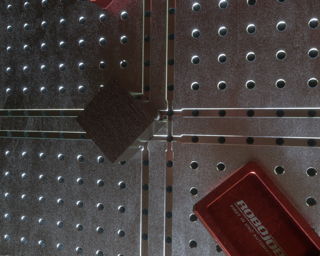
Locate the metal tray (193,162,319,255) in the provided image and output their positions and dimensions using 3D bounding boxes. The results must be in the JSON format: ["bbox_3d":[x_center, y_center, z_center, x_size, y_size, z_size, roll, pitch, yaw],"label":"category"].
[{"bbox_3d":[0.111,0.115,0.349,0.090,0.030,0.130,-36,76,-11],"label":"metal tray"}]

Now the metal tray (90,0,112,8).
[{"bbox_3d":[-0.067,-0.248,0.433,0.130,0.030,0.090,-40,78,15],"label":"metal tray"}]

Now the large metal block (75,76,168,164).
[{"bbox_3d":[-0.051,-0.011,0.417,0.080,0.050,0.080,-46,76,14],"label":"large metal block"}]
